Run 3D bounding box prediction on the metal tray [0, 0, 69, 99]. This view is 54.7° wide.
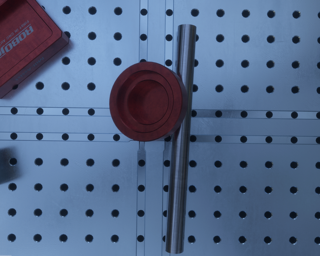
[{"bbox_3d":[-0.201,-0.112,0.408,0.130,0.030,0.090,-40,91,-1],"label":"metal tray"}]

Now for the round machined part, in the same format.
[{"bbox_3d":[-0.011,-0.032,0.393,0.098,0.042,0.097,-1,89,23],"label":"round machined part"}]

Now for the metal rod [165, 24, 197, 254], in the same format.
[{"bbox_3d":[0.028,0.014,0.413,0.025,0.025,0.298,3,90,-1],"label":"metal rod"}]
